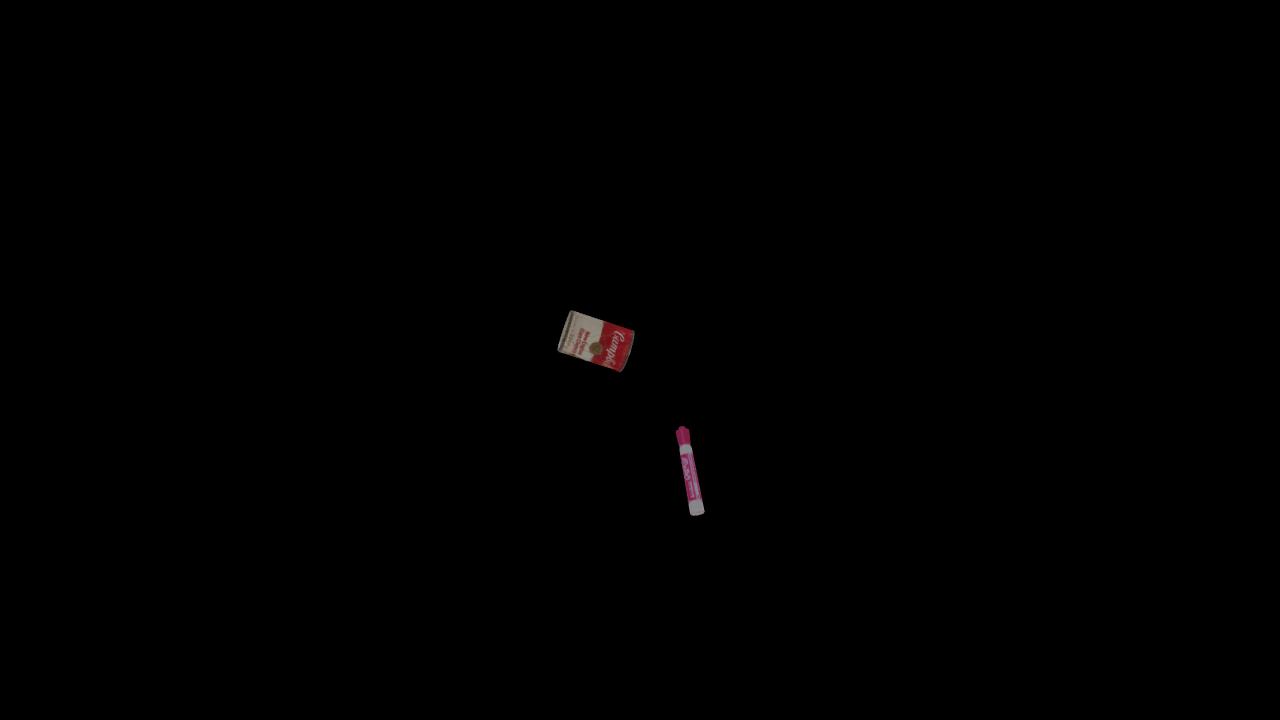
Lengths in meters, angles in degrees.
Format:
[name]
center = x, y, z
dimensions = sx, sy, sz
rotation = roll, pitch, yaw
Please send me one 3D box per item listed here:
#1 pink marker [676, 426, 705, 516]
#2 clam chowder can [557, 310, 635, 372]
[pink marker]
center = 0.065, 0.143, 0.809
dimensions = 0.020, 0.121, 0.020
rotation = -7, -31, -4
[clam chowder can]
center = -0.067, -0.029, 0.933
dimensions = 0.102, 0.068, 0.068
rotation = 18, -3, -10
